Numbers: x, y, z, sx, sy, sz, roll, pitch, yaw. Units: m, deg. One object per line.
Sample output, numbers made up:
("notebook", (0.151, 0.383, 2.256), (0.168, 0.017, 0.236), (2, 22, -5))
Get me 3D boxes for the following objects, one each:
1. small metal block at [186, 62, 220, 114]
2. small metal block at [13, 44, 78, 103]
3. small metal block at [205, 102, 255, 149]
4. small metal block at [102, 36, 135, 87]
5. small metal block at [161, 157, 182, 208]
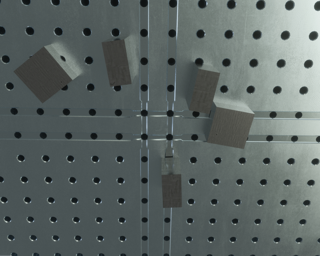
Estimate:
("small metal block", (0.051, -0.050, 0.382), (0.025, 0.050, 0.050), (10, 110, -4))
("small metal block", (-0.142, -0.068, 0.387), (0.050, 0.025, 0.050), (-35, 107, 12))
("small metal block", (0.091, -0.004, 0.413), (0.050, 0.025, 0.050), (10, 110, -4))
("small metal block", (-0.048, -0.081, 0.370), (0.025, 0.050, 0.050), (-7, 110, 3))
("small metal block", (0.016, 0.074, 0.427), (0.025, 0.050, 0.050), (-2, 110, 1))
